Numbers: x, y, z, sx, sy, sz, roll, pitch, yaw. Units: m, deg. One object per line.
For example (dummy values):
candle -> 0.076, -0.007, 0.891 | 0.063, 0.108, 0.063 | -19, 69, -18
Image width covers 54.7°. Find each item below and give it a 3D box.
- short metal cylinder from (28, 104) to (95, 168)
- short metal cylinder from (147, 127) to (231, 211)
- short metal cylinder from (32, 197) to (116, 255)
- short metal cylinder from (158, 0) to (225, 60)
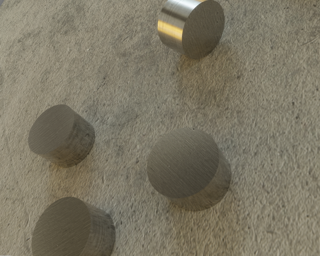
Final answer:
short metal cylinder -> -0.144, 0.012, 0.456 | 0.080, 0.050, 0.080 | -13, 56, 21
short metal cylinder -> 0.033, 0.046, 0.342 | 0.080, 0.050, 0.080 | -13, 56, 21
short metal cylinder -> -0.100, 0.127, 0.363 | 0.080, 0.050, 0.080 | -13, 56, 21
short metal cylinder -> 0.044, -0.143, 0.433 | 0.080, 0.080, 0.050 | -48, 51, -6
